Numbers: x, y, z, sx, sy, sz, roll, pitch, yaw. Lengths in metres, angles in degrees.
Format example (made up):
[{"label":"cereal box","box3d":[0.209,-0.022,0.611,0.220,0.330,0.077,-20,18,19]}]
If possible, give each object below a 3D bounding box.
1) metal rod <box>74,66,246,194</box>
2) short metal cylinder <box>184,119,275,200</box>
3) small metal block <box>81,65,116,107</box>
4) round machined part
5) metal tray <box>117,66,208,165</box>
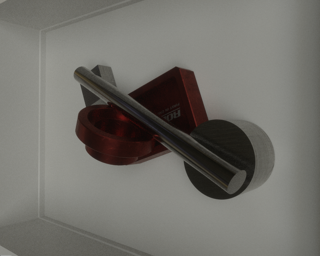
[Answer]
[{"label":"metal rod","box3d":[-0.025,-0.017,0.371,0.300,0.025,0.025,35,111,41]},{"label":"short metal cylinder","box3d":[0.072,0.031,0.328,0.080,0.050,0.079,0,90,39]},{"label":"small metal block","box3d":[-0.095,-0.063,0.481,0.050,0.025,0.050,-28,73,36]},{"label":"round machined part","box3d":[-0.055,0.011,0.383,0.098,0.099,0.042,34,119,34]},{"label":"metal tray","box3d":[-0.005,-0.011,0.403,0.130,0.030,0.090,-24,75,37]}]
